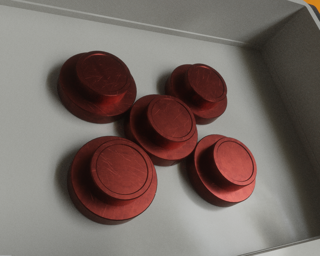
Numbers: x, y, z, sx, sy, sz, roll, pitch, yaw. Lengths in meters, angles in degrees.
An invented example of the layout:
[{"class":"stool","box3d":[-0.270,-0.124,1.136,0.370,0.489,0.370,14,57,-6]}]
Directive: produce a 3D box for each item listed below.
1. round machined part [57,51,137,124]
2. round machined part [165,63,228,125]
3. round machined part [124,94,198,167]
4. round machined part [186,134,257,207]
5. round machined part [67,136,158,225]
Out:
[{"class":"round machined part","box3d":[-0.075,-0.058,0.389,0.099,0.042,0.098,14,56,-21]},{"class":"round machined part","box3d":[0.060,-0.057,0.462,0.099,0.042,0.098,14,56,-21]},{"class":"round machined part","box3d":[0.007,-0.003,0.399,0.099,0.042,0.098,14,56,-21]},{"class":"round machined part","box3d":[0.088,0.051,0.411,0.099,0.042,0.098,14,56,-21]},{"class":"round machined part","box3d":[-0.047,0.051,0.337,0.099,0.042,0.098,14,56,-21]}]
